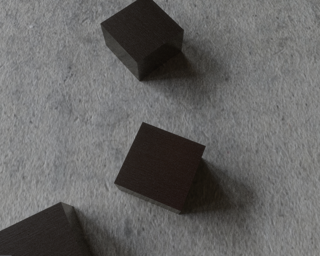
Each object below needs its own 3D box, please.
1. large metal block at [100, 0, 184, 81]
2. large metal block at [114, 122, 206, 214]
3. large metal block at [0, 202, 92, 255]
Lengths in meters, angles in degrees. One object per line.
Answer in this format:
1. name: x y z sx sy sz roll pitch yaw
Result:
1. large metal block: -0.024 -0.128 0.441 0.080 0.050 0.080 -38 75 -13
2. large metal block: 0.001 0.050 0.377 0.080 0.050 0.080 21 71 7
3. large metal block: -0.126 0.139 0.343 0.080 0.050 0.080 -25 72 -9
